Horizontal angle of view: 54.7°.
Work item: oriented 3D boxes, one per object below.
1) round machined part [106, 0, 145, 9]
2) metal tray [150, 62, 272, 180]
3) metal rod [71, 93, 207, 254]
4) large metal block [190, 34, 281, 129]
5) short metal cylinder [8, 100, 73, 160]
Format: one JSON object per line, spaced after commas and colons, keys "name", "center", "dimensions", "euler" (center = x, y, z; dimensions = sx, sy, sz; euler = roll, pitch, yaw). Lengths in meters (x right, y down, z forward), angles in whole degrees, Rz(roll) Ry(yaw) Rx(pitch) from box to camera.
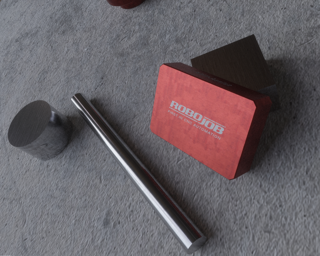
{"name": "round machined part", "center": [-0.057, -0.265, 0.583], "dimensions": [0.098, 0.042, 0.098], "euler": [-13, 56, 20]}
{"name": "metal tray", "center": [0.048, -0.013, 0.348], "dimensions": [0.130, 0.030, 0.089], "euler": [31, 122, 37]}
{"name": "metal rod", "center": [-0.047, 0.036, 0.404], "dimensions": [0.025, 0.025, 0.300], "euler": [-44, 51, -2]}
{"name": "large metal block", "center": [0.089, -0.054, 0.374], "dimensions": [0.080, 0.050, 0.080], "euler": [-19, 54, 16]}
{"name": "short metal cylinder", "center": [-0.184, 0.004, 0.480], "dimensions": [0.080, 0.050, 0.080], "euler": [-13, 56, 20]}
